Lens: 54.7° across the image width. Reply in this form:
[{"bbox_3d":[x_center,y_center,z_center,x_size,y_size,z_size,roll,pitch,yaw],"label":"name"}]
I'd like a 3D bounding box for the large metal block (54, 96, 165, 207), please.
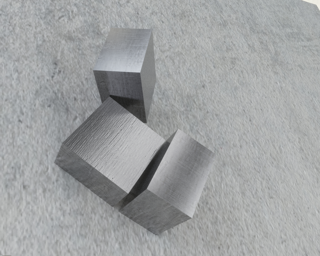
[{"bbox_3d":[-0.054,0.026,0.344,0.080,0.050,0.080,38,51,-3],"label":"large metal block"}]

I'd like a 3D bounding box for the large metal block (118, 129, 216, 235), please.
[{"bbox_3d":[0.008,0.060,0.337,0.050,0.080,0.080,35,51,-6],"label":"large metal block"}]

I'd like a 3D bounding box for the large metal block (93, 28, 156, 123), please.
[{"bbox_3d":[-0.038,-0.063,0.376,0.050,0.080,0.080,4,50,7],"label":"large metal block"}]
